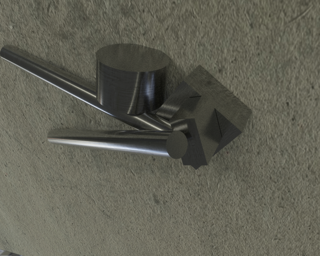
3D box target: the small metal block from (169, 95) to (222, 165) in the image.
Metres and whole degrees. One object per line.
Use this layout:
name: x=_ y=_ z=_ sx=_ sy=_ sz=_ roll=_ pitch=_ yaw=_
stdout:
small metal block: x=0.037 y=0.002 z=0.305 sx=0.025 sy=0.050 sz=0.050 roll=-4 pitch=117 yaw=30

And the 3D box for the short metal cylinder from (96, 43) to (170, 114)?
short metal cylinder: x=-0.032 y=-0.058 z=0.354 sx=0.080 sy=0.080 sz=0.050 roll=19 pitch=126 yaw=16

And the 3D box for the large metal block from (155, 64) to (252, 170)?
large metal block: x=0.044 y=-0.011 z=0.359 sx=0.080 sy=0.050 sz=0.080 roll=42 pitch=130 yaw=0

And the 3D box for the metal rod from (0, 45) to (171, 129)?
metal rod: x=-0.103 y=-0.050 z=0.393 sx=0.300 sy=0.025 sz=0.025 roll=27 pitch=128 yaw=25

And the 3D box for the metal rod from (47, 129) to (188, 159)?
metal rod: x=-0.078 y=0.014 z=0.388 sx=0.300 sy=0.025 sz=0.025 roll=0 pitch=121 yaw=52
